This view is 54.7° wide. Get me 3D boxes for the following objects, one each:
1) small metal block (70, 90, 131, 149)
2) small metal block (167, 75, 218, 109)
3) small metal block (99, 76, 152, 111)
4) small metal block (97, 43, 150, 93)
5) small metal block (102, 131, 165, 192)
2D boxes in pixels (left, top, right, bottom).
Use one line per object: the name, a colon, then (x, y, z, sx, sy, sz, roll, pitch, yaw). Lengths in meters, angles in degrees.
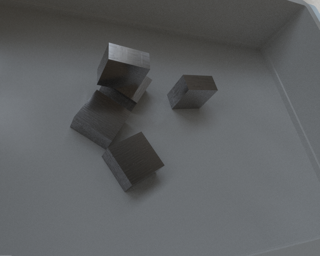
small metal block: (-0.071, -0.010, 0.375, 0.050, 0.025, 0.050, 34, 51, -7)
small metal block: (0.046, -0.051, 0.447, 0.050, 0.050, 0.025, -3, 64, -30)
small metal block: (-0.046, -0.057, 0.417, 0.050, 0.025, 0.050, 34, 51, -7)
small metal block: (-0.045, -0.072, 0.378, 0.050, 0.050, 0.025, 9, 58, -23)
small metal block: (-0.032, 0.039, 0.366, 0.050, 0.025, 0.050, -27, 77, -37)
